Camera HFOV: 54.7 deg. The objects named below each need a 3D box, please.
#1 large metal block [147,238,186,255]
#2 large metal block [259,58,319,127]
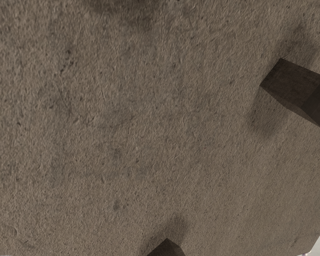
[{"bbox_3d":[0.012,0.256,0.539,0.080,0.080,0.050,-41,130,0],"label":"large metal block"},{"bbox_3d":[0.210,-0.051,0.457,0.080,0.080,0.050,27,103,-38],"label":"large metal block"}]
